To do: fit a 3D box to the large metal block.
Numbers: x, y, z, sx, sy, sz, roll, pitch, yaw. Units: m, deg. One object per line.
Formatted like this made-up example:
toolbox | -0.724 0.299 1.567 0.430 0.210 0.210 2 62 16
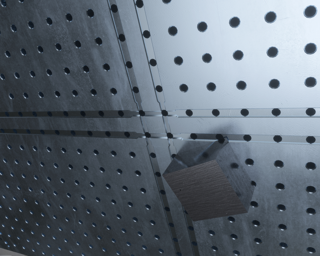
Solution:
large metal block | 0.064 0.069 0.403 0.080 0.050 0.080 -23 107 36
